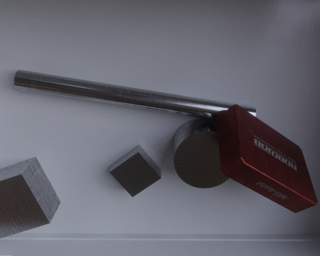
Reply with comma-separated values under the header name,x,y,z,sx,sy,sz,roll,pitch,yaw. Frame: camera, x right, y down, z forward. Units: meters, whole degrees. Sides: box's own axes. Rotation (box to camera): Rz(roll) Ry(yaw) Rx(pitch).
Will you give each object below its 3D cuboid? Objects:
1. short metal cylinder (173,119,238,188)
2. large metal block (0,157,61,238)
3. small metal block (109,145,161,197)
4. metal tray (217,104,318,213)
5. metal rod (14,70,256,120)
name,x,y,z,sx,sy,sz,roll,pitch,yaw
short metal cylinder,0.057,0.032,0.411,0.081,0.050,0.079,0,110,-1
large metal block,-0.199,0.097,0.431,0.080,0.050,0.080,-18,109,6
small metal block,-0.034,0.060,0.433,0.050,0.025,0.050,-35,107,12
metal tray,0.129,0.038,0.376,0.131,0.090,0.030,29,132,-23
metal rod,-0.027,-0.038,0.396,0.302,0.025,0.025,9,110,-4
